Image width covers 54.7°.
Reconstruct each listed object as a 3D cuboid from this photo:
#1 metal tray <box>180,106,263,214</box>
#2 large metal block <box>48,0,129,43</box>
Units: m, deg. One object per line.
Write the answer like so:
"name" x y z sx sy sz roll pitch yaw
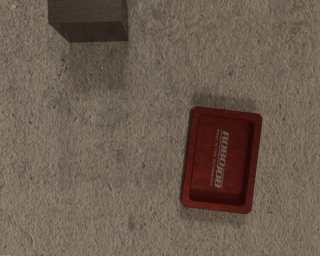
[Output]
"metal tray" 0.079 0.041 0.408 0.091 0.030 0.129 7 90 -1
"large metal block" -0.084 -0.142 0.381 0.081 0.080 0.050 -2 90 -1
